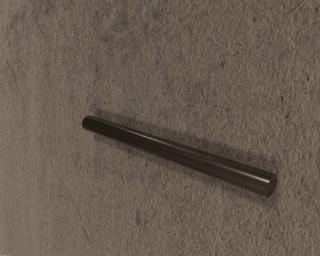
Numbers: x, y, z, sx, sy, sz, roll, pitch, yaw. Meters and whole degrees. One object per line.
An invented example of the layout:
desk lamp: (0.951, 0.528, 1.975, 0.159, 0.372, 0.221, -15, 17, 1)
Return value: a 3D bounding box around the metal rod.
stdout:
metal rod: (-0.001, 0.025, 0.403, 0.300, 0.025, 0.025, 16, 100, 38)
